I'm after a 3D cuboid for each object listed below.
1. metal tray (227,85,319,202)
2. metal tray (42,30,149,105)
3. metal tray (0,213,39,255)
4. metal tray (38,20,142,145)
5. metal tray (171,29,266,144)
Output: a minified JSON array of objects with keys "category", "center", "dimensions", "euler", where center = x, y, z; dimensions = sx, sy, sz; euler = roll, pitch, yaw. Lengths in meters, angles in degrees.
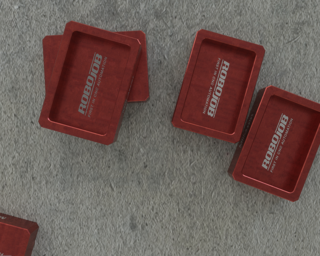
[{"category":"metal tray","center":[0.156,0.020,0.408],"dimensions":[0.090,0.030,0.129],"euler":[21,90,0]},{"category":"metal tray","center":[-0.081,-0.076,0.407],"dimensions":[0.131,0.030,0.089],"euler":[-3,90,0]},{"category":"metal tray","center":[-0.238,0.156,0.406],"dimensions":[0.131,0.030,0.090],"euler":[15,90,0]},{"category":"metal tray","center":[-0.082,-0.053,0.376],"dimensions":[0.090,0.030,0.129],"euler":[16,90,0]},{"category":"metal tray","center":[0.074,-0.053,0.407],"dimensions":[0.090,0.030,0.129],"euler":[16,90,0]}]
